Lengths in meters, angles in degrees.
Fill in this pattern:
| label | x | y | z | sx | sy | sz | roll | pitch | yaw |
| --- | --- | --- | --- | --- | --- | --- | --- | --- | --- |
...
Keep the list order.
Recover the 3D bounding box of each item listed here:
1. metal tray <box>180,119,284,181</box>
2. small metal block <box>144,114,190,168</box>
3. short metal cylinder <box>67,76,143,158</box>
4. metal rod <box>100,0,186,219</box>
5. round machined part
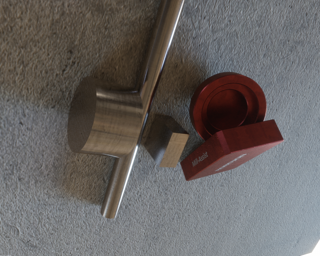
| label | x | y | z | sx | sy | sz | roll | pitch | yaw |
| --- | --- | --- | --- | --- | --- | --- | --- | --- | --- |
| metal tray | 0.094 | 0.034 | 0.429 | 0.091 | 0.030 | 0.129 | -11 | 160 | -23 |
| small metal block | 0.007 | 0.017 | 0.405 | 0.025 | 0.050 | 0.050 | 7 | 115 | -32 |
| short metal cylinder | -0.061 | -0.010 | 0.332 | 0.050 | 0.080 | 0.079 | 11 | 113 | -33 |
| metal rod | -0.028 | -0.010 | 0.385 | 0.025 | 0.025 | 0.298 | 5 | 116 | -31 |
| round machined part | 0.087 | -0.026 | 0.414 | 0.099 | 0.042 | 0.097 | -3 | 109 | -9 |
